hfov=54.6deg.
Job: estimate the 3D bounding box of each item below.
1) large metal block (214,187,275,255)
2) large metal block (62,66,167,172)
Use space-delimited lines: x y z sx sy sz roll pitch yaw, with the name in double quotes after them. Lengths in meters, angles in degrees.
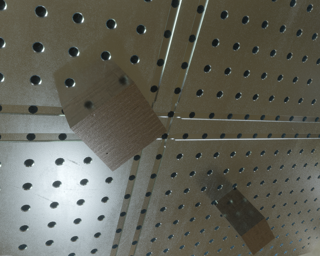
0.153 0.168 0.562 0.050 0.080 0.080 -37 129 -3 "large metal block"
-0.051 -0.010 0.360 0.080 0.050 0.080 -37 129 -4 "large metal block"
